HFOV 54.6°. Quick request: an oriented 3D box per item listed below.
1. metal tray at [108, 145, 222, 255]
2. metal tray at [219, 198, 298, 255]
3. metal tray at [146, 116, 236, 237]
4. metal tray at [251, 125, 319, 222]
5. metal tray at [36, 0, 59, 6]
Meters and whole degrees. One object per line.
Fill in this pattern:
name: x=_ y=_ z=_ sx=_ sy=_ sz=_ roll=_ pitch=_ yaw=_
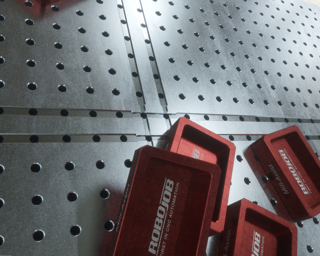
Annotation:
metal tray: x=0.005 y=0.091 z=0.317 sx=0.091 sy=0.030 sz=0.130 roll=17 pitch=77 yaw=-14
metal tray: x=0.116 y=0.161 z=0.368 sx=0.090 sy=0.030 sz=0.130 roll=29 pitch=52 yaw=-10
metal tray: x=0.043 y=0.058 z=0.391 sx=0.090 sy=0.030 sz=0.130 roll=28 pitch=52 yaw=-11
metal tray: x=0.209 y=0.065 z=0.476 sx=0.091 sy=0.030 sz=0.130 roll=-14 pitch=69 yaw=-34
metal tray: x=-0.157 y=-0.245 z=0.469 sx=0.090 sy=0.030 sz=0.131 roll=42 pitch=51 yaw=1
